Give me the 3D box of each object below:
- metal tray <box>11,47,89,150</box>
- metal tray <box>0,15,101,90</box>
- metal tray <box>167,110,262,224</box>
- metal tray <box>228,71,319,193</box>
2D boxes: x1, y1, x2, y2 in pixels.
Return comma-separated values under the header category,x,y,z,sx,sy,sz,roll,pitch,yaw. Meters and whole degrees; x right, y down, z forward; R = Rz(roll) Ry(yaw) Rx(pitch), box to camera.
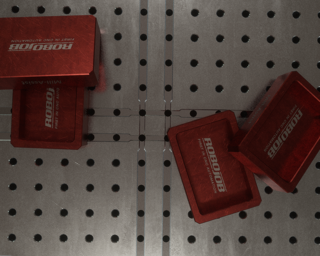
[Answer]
category,x,y,z,sx,sy,sz,roll,pitch,yaw
metal tray,-0.143,-0.038,0.408,0.091,0.030,0.129,2,90,-1
metal tray,-0.145,-0.097,0.392,0.131,0.030,0.090,-2,68,-1
metal tray,0.070,0.050,0.411,0.090,0.030,0.129,-17,90,-1
metal tray,0.159,0.004,0.394,0.090,0.030,0.130,40,78,-8
